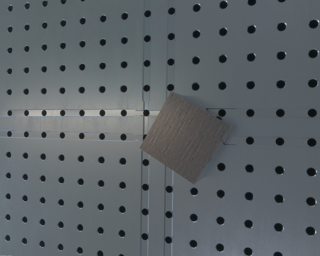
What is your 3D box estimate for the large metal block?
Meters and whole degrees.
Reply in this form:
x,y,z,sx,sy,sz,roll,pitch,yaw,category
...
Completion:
x,y,z,sx,sy,sz,roll,pitch,yaw,category
0.035,0.011,0.387,0.080,0.050,0.080,32,100,17,large metal block
